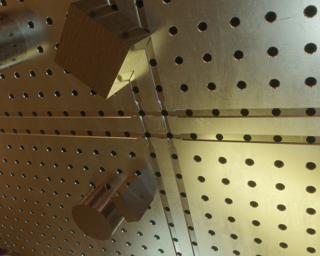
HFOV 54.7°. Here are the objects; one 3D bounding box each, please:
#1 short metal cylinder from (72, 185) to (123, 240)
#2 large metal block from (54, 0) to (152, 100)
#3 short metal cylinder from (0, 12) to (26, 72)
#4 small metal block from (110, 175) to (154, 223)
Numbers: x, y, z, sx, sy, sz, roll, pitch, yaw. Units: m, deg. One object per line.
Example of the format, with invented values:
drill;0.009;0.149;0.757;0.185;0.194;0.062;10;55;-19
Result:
short metal cylinder;-0.105;0.147;0.539;0.080;0.050;0.079;13;124;20
large metal block;-0.070;-0.095;0.371;0.080;0.050;0.079;36;129;3
short metal cylinder;-0.243;-0.121;0.445;0.080;0.050;0.079;13;124;20
small metal block;-0.043;0.110;0.484;0.025;0.050;0.050;-21;108;35
